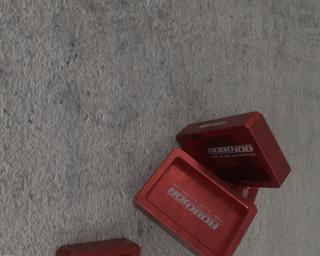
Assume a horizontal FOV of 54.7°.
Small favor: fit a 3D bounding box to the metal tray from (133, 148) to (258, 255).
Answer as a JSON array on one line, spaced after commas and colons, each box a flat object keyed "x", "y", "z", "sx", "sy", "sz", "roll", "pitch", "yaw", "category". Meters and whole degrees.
[{"x": 0.044, "y": 0.098, "z": 0.388, "sx": 0.130, "sy": 0.030, "sz": 0.090, "roll": 37, "pitch": 63, "yaw": 7, "category": "metal tray"}]

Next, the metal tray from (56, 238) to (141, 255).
[{"x": -0.072, "y": 0.195, "z": 0.341, "sx": 0.091, "sy": 0.030, "sz": 0.129, "roll": 9, "pitch": 84, "yaw": -40, "category": "metal tray"}]

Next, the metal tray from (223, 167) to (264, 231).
[{"x": 0.123, "y": 0.098, "z": 0.469, "sx": 0.090, "sy": 0.030, "sz": 0.130, "roll": 85, "pitch": 29, "yaw": -67, "category": "metal tray"}]

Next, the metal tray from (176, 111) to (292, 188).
[{"x": 0.089, "y": 0.032, "z": 0.403, "sx": 0.030, "sy": 0.130, "sz": 0.090, "roll": -41, "pitch": 107, "yaw": -32, "category": "metal tray"}]
